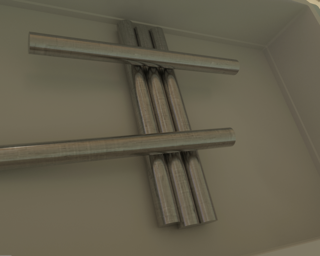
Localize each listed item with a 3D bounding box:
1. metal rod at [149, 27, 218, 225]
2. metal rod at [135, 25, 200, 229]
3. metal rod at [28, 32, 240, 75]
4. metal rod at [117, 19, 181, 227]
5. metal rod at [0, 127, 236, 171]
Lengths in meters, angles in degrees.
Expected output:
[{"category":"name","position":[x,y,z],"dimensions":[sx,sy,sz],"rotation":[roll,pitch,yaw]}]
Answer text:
[{"category":"metal rod","position":[0.025,-0.020,0.429],"dimensions":[0.025,0.025,0.299],"rotation":[1,61,-28]},{"category":"metal rod","position":[0.002,-0.019,0.417],"dimensions":[0.025,0.025,0.299],"rotation":[1,61,-28]},{"category":"metal rod","position":[-0.015,-0.097,0.422],"dimensions":[0.303,0.025,0.025],"rotation":[0,62,-28]},{"category":"metal rod","position":[-0.021,-0.024,0.408],"dimensions":[0.025,0.025,0.299],"rotation":[1,61,-28]},{"category":"metal rod","position":[-0.050,0.021,0.341],"dimensions":[0.303,0.025,0.025],"rotation":[-4,64,-22]}]
